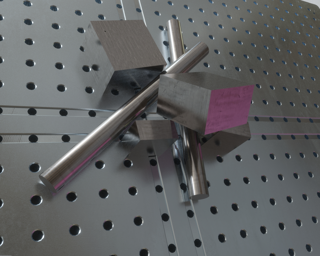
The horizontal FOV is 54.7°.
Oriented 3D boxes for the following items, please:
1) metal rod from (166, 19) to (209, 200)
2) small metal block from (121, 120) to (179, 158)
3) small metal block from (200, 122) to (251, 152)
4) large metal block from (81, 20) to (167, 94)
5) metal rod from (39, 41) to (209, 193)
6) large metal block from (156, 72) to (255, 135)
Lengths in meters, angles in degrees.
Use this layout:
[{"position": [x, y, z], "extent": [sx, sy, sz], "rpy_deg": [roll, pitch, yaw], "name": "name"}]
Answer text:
[{"position": [0.035, -0.045, 0.454], "extent": [0.025, 0.025, 0.299], "rpy_deg": [9, 58, -24], "name": "metal rod"}, {"position": [-0.013, 0.013, 0.377], "extent": [0.050, 0.050, 0.025], "rpy_deg": [-2, 63, -29], "name": "small metal block"}, {"position": [0.090, 0.009, 0.435], "extent": [0.050, 0.050, 0.025], "rpy_deg": [12, 57, -22], "name": "small metal block"}, {"position": [-0.050, -0.100, 0.426], "extent": [0.081, 0.050, 0.080], "rpy_deg": [-15, 70, -34], "name": "large metal block"}, {"position": [-0.024, -0.033, 0.395], "extent": [0.025, 0.025, 0.301], "rpy_deg": [44, 57, 2], "name": "metal rod"}, {"position": [0.054, -0.035, 0.380], "extent": [0.081, 0.050, 0.080], "rpy_deg": [-12, 27, -40], "name": "large metal block"}]
